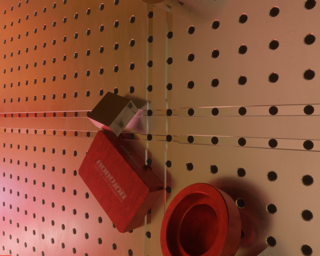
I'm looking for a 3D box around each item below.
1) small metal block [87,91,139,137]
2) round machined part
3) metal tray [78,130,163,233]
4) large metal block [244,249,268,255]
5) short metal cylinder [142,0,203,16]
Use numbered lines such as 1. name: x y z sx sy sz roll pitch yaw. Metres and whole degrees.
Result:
1. small metal block: -0.069 -0.021 0.450 0.050 0.025 0.050 22 68 38
2. round machined part: 0.049 0.114 0.341 0.098 0.042 0.098 -34 40 35
3. metal tray: -0.063 0.075 0.458 0.130 0.030 0.089 45 117 30
4. large metal block: 0.085 0.184 0.323 0.080 0.050 0.080 -36 68 34
5. short metal cylinder: 0.015 -0.186 0.381 0.080 0.050 0.079 0 90 40
